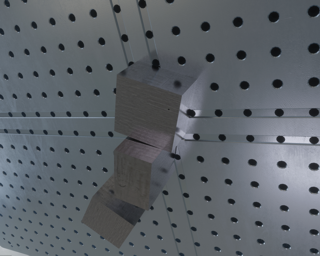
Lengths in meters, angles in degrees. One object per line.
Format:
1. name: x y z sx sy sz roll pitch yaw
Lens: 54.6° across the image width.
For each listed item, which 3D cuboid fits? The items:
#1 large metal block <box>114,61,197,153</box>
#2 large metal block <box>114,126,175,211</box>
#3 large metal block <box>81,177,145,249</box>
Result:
1. large metal block: -0.007 -0.027 0.382 0.080 0.050 0.079 20 126 16
2. large metal block: -0.018 0.047 0.415 0.050 0.080 0.079 18 125 18
3. large metal block: -0.077 0.145 0.526 0.080 0.050 0.080 34 129 6
